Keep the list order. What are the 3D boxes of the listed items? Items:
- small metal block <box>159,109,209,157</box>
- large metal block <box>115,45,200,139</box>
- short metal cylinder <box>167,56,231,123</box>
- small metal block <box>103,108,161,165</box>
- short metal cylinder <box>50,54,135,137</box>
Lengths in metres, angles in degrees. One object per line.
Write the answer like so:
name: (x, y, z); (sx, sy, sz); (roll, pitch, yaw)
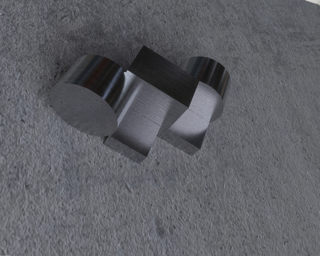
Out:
small metal block: (0.034, 0.003, 0.422); (0.050, 0.025, 0.050); (31, 52, -8)
large metal block: (-0.010, -0.042, 0.391); (0.080, 0.080, 0.050); (31, 52, -9)
short metal cylinder: (0.053, -0.051, 0.430); (0.080, 0.080, 0.050); (31, 52, -9)
small metal block: (-0.034, 0.009, 0.382); (0.050, 0.025, 0.050); (31, 52, -8)
short metal cylinder: (-0.075, -0.035, 0.351); (0.080, 0.080, 0.050); (31, 52, -9)
